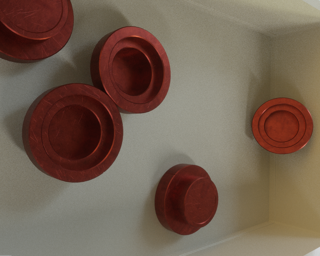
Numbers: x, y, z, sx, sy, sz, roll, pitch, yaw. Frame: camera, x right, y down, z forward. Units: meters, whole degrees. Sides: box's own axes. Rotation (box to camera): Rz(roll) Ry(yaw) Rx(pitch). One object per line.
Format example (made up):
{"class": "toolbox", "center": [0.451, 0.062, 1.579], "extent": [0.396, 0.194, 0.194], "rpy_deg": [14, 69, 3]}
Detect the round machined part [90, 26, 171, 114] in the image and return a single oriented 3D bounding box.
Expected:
{"class": "round machined part", "center": [-0.038, -0.065, 0.364], "extent": [0.099, 0.042, 0.097], "rpy_deg": [0, 90, -40]}

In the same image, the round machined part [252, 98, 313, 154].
{"class": "round machined part", "center": [0.215, -0.002, 0.549], "extent": [0.042, 0.098, 0.097], "rpy_deg": [14, 80, -71]}

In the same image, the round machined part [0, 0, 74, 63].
{"class": "round machined part", "center": [-0.126, -0.113, 0.289], "extent": [0.099, 0.042, 0.097], "rpy_deg": [0, 90, -40]}

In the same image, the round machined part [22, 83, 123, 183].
{"class": "round machined part", "center": [-0.091, 0.005, 0.319], "extent": [0.099, 0.042, 0.097], "rpy_deg": [-1, 91, -40]}

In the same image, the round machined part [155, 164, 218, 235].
{"class": "round machined part", "center": [0.044, 0.100, 0.432], "extent": [0.099, 0.042, 0.097], "rpy_deg": [0, 90, -40]}
